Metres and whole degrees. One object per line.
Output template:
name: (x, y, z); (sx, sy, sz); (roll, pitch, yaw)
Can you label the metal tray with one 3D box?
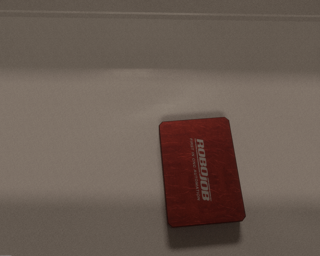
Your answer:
metal tray: (0.049, 0.054, 0.388); (0.091, 0.030, 0.129); (-4, 70, -2)
